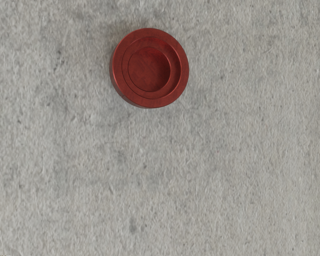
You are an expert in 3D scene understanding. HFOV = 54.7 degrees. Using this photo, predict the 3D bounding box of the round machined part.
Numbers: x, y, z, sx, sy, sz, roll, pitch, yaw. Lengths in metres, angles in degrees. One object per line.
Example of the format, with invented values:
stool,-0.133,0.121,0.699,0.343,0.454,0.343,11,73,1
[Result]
round machined part,-0.016,-0.073,0.395,0.099,0.042,0.097,0,90,-21
